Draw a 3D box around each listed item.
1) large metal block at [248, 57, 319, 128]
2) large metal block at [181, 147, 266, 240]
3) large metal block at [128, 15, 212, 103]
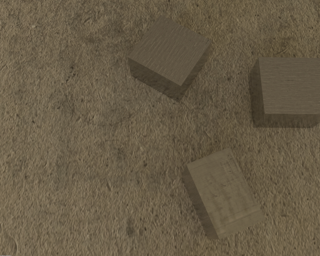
[{"bbox_3d":[0.168,-0.046,0.413,0.081,0.050,0.080,1,70,0],"label":"large metal block"},{"bbox_3d":[0.066,0.077,0.351,0.050,0.080,0.080,-21,72,-7],"label":"large metal block"},{"bbox_3d":[0.014,-0.096,0.430,0.080,0.050,0.080,31,73,10],"label":"large metal block"}]
